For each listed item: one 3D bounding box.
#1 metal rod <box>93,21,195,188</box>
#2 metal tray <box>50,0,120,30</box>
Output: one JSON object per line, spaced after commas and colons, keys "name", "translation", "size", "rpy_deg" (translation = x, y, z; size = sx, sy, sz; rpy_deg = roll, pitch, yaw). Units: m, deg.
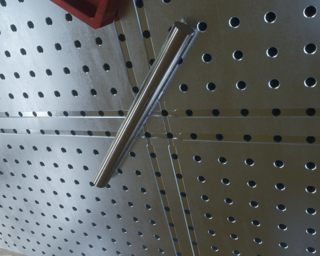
{"name": "metal rod", "translation": [-0.037, -0.008, 0.423], "size": [0.025, 0.025, 0.298], "rpy_deg": [36, 129, 4]}
{"name": "metal tray", "translation": [-0.077, -0.186, 0.331], "size": [0.090, 0.030, 0.129], "rpy_deg": [34, 129, 5]}
